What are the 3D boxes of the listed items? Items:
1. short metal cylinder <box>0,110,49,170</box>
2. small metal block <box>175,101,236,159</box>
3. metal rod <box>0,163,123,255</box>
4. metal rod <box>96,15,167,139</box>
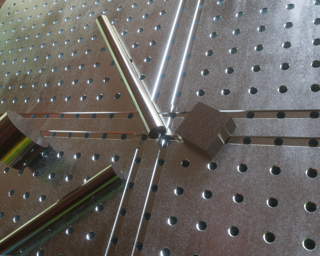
[{"bbox_3d":[-0.222,0.019,0.478,0.050,0.080,0.080,-45,51,-2],"label":"short metal cylinder"},{"bbox_3d":[0.055,0.002,0.378,0.050,0.025,0.050,31,79,37],"label":"small metal block"},{"bbox_3d":[-0.178,0.141,0.415,0.300,0.025,0.025,-35,51,5],"label":"metal rod"},{"bbox_3d":[-0.057,-0.099,0.498,0.025,0.025,0.300,-33,52,7],"label":"metal rod"}]
